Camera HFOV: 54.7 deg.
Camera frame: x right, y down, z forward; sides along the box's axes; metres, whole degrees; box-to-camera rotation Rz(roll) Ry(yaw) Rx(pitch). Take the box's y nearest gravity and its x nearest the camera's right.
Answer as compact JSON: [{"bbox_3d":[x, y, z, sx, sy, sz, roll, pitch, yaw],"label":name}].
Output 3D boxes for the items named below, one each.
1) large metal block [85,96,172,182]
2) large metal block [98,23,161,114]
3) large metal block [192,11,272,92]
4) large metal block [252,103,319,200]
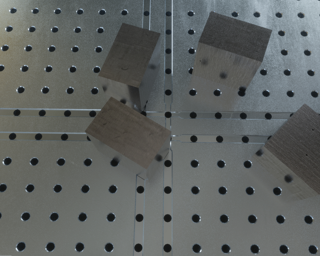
[{"bbox_3d":[-0.035,0.017,0.376,0.080,0.080,0.050,30,73,10],"label":"large metal block"},{"bbox_3d":[-0.036,-0.076,0.410,0.050,0.080,0.080,18,71,6],"label":"large metal block"},{"bbox_3d":[0.094,-0.101,0.420,0.080,0.080,0.050,20,71,6],"label":"large metal block"},{"bbox_3d":[0.179,0.031,0.390,0.080,0.050,0.080,-42,76,-14],"label":"large metal block"}]
